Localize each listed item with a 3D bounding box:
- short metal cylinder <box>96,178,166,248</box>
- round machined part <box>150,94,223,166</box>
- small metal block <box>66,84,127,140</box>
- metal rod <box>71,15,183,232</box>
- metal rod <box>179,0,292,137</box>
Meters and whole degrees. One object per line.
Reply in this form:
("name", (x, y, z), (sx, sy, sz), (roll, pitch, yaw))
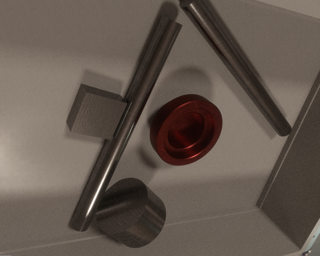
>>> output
("short metal cylinder", (-0.039, 0.116, 0.425), (0.080, 0.080, 0.050), (-39, 130, -2))
("round machined part", (0.031, -0.001, 0.416), (0.099, 0.042, 0.097), (-14, 125, -21))
("small metal block", (-0.074, -0.018, 0.359), (0.050, 0.025, 0.050), (14, 111, -34))
("metal rod", (-0.049, 0.008, 0.387), (0.025, 0.025, 0.298), (14, 111, -34))
("metal rod", (0.122, -0.069, 0.434), (0.025, 0.025, 0.301), (-47, 130, 5))
